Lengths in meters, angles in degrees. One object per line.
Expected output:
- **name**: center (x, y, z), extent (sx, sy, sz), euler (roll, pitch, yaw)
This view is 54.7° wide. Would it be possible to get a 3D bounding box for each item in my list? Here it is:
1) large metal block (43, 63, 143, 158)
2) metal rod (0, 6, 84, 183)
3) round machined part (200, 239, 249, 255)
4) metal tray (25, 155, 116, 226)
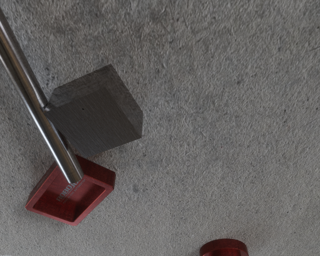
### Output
- **large metal block**: center (-0.076, -0.018, 0.374), extent (0.080, 0.050, 0.080), euler (-20, 128, 16)
- **metal rod**: center (-0.150, -0.053, 0.340), extent (0.025, 0.025, 0.298), euler (-10, 124, 8)
- **round machined part**: center (0.131, 0.269, 0.627), extent (0.099, 0.042, 0.097), euler (-1, 130, 0)
- **metal tray**: center (-0.141, 0.099, 0.485), extent (0.090, 0.030, 0.129), euler (29, 124, -23)
